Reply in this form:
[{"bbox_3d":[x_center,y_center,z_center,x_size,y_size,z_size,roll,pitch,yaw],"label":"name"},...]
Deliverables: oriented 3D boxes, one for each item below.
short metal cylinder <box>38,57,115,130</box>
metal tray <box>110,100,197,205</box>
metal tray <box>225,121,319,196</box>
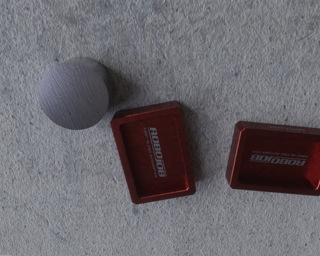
[{"bbox_3d":[-0.099,-0.043,0.379,0.081,0.050,0.079,0,110,0],"label":"short metal cylinder"},{"bbox_3d":[-0.006,0.035,0.419,0.090,0.030,0.129,-11,110,4],"label":"metal tray"},{"bbox_3d":[0.163,0.042,0.424,0.131,0.030,0.089,5,110,-2],"label":"metal tray"}]
